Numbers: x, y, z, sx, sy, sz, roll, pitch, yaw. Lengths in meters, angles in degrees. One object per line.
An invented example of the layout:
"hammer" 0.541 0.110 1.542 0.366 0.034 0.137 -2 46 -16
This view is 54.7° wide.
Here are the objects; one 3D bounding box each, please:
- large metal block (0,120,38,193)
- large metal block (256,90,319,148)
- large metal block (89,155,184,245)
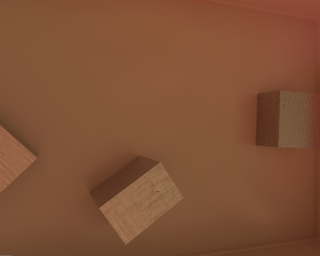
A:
"large metal block" -0.190 0.031 0.327 0.080 0.050 0.080 -46 105 -14
"large metal block" 0.196 -0.012 0.469 0.081 0.050 0.080 2 89 -20
"large metal block" -0.031 0.080 0.370 0.080 0.080 0.050 -35 102 -16
